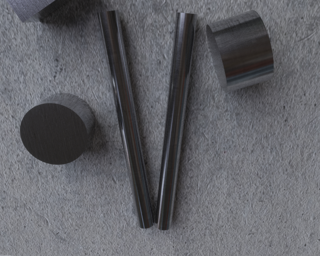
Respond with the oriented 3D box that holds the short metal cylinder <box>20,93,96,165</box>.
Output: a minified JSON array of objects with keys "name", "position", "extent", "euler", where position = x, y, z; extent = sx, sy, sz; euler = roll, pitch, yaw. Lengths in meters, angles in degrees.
[{"name":"short metal cylinder","position":[-0.127,0.000,0.395],"extent":[0.081,0.050,0.079],"euler":[0,110,0]}]

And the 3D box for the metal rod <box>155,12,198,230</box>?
[{"name":"metal rod","position":[0.018,0.006,0.412],"extent":[0.025,0.025,0.298],"euler":[5,110,-2]}]

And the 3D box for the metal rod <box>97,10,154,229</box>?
[{"name":"metal rod","position":[-0.040,0.003,0.410],"extent":[0.025,0.025,0.298],"euler":[-7,110,2]}]

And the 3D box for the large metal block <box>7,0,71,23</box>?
[{"name":"large metal block","position":[-0.132,-0.171,0.332],"extent":[0.080,0.050,0.080],"euler":[-30,108,10]}]

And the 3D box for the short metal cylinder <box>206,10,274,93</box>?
[{"name":"short metal cylinder","position":[0.088,-0.085,0.350],"extent":[0.050,0.080,0.080],"euler":[-17,109,6]}]
